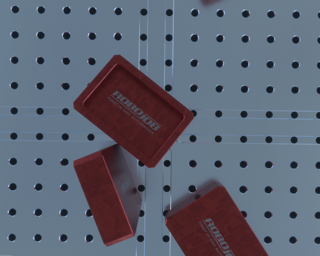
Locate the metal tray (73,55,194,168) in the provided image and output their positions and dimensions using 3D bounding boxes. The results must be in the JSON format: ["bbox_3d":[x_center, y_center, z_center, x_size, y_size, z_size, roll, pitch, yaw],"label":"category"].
[{"bbox_3d":[-0.034,-0.021,0.405,0.130,0.030,0.090,39,83,-1],"label":"metal tray"}]

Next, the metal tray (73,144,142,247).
[{"bbox_3d":[-0.054,0.068,0.360,0.030,0.130,0.090,-21,90,0],"label":"metal tray"}]

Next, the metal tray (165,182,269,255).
[{"bbox_3d":[0.077,0.150,0.412,0.090,0.030,0.130,-33,90,-1],"label":"metal tray"}]
